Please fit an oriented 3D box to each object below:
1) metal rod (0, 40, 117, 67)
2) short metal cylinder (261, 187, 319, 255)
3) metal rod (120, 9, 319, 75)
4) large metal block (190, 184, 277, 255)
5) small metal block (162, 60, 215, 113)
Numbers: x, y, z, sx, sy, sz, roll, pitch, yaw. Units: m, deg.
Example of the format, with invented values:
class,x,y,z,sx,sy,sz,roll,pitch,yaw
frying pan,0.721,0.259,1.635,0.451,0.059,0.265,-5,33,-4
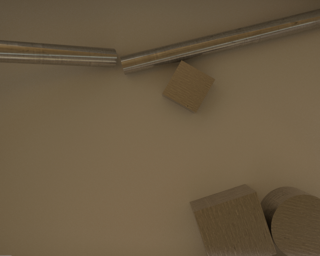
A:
class,x,y,z,sx,sy,sz,roll,pitch,yaw
metal rod,-0.194,-0.085,0.340,0.303,0.025,0.025,-3,90,-29
short metal cylinder,0.175,0.121,0.401,0.081,0.050,0.079,0,90,-1
metal rod,0.097,-0.118,0.411,0.302,0.025,0.025,-14,90,-1
large metal block,0.091,0.127,0.400,0.080,0.050,0.080,-18,90,-1
small metal block,0.037,-0.054,0.412,0.050,0.025,0.050,30,90,-1
